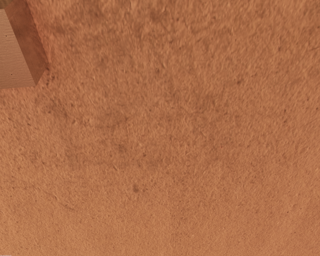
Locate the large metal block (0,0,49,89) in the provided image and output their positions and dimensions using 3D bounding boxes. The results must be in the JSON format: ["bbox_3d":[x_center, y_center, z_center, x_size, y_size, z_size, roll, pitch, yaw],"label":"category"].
[{"bbox_3d":[-0.172,-0.086,0.315,0.080,0.050,0.080,-4,130,3],"label":"large metal block"}]
